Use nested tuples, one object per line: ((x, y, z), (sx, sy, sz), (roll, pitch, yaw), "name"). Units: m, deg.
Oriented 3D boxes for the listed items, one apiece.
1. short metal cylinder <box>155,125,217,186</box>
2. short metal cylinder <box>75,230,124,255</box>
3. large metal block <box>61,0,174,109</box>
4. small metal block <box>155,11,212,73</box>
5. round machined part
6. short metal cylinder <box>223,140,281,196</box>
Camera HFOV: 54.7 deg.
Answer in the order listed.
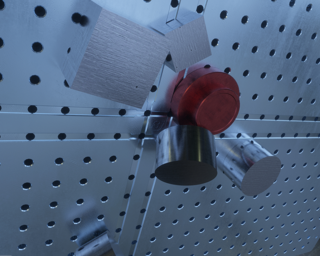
((0.034, 0.038, 0.413), (0.080, 0.050, 0.080), (1, 148, 1), "short metal cylinder")
((-0.081, 0.200, 0.455), (0.050, 0.080, 0.080), (-29, 128, -10), "short metal cylinder")
((-0.046, -0.075, 0.324), (0.081, 0.050, 0.080), (15, 111, -34), "large metal block")
((0.029, -0.101, 0.364), (0.050, 0.025, 0.050), (-29, 128, -10), "small metal block")
((0.068, -0.029, 0.419), (0.099, 0.042, 0.097), (-14, 124, -21), "round machined part")
((0.154, 0.067, 0.520), (0.081, 0.050, 0.079), (-14, 125, -21), "short metal cylinder")
